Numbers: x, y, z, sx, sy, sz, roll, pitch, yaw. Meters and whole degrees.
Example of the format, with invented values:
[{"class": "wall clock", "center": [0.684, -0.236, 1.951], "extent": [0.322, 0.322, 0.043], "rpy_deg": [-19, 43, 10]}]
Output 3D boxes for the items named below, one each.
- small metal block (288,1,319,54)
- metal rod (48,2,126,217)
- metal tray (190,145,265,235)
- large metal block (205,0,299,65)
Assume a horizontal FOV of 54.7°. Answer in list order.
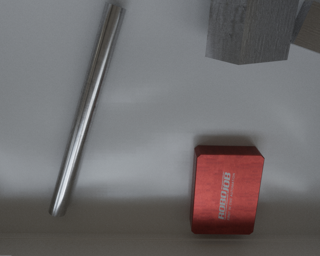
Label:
[{"class": "small metal block", "center": [0.189, -0.118, 0.371], "extent": [0.050, 0.025, 0.050], "rpy_deg": [17, 109, -7]}, {"class": "metal rod", "center": [-0.101, -0.010, 0.406], "extent": [0.025, 0.025, 0.298], "rpy_deg": [18, 109, -7]}, {"class": "metal tray", "center": [0.092, 0.090, 0.443], "extent": [0.091, 0.030, 0.129], "rpy_deg": [1, 110, -1]}, {"class": "large metal block", "center": [0.100, -0.116, 0.336], "extent": [0.081, 0.050, 0.079], "rpy_deg": [-12, 117, -32]}]
